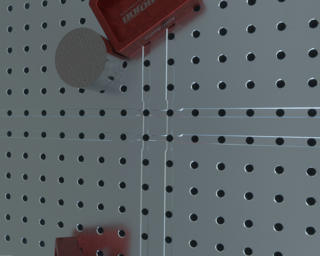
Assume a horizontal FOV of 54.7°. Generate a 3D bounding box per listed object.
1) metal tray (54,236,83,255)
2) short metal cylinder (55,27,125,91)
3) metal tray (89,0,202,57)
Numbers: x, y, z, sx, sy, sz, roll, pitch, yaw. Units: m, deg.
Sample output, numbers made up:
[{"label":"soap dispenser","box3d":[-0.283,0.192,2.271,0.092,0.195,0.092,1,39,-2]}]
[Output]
[{"label":"metal tray","box3d":[-0.129,0.229,0.425,0.030,0.090,0.129,4,92,-22]},{"label":"short metal cylinder","box3d":[-0.097,-0.093,0.434,0.080,0.050,0.079,0,90,20]},{"label":"metal tray","box3d":[-0.022,-0.170,0.417,0.130,0.030,0.090,-32,80,17]}]
